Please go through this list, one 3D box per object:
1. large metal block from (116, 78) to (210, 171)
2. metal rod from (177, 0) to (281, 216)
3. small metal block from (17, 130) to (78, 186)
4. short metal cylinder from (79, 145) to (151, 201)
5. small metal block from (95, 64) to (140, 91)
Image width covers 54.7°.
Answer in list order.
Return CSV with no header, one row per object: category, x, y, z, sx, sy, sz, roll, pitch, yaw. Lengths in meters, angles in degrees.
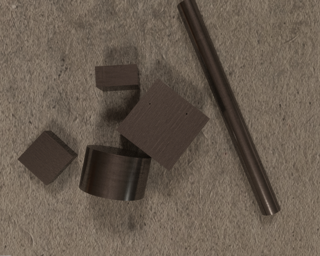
large metal block,0.003,-0.003,0.395,0.080,0.050,0.080,38,85,-1
metal rod,0.091,-0.027,0.411,0.025,0.025,0.299,-22,90,0
small metal block,-0.147,0.039,0.408,0.050,0.025,0.050,43,90,-1
short metal cylinder,-0.054,0.053,0.382,0.080,0.080,0.050,11,91,-1
small metal block,-0.053,-0.063,0.397,0.050,0.050,0.025,-4,90,-1
